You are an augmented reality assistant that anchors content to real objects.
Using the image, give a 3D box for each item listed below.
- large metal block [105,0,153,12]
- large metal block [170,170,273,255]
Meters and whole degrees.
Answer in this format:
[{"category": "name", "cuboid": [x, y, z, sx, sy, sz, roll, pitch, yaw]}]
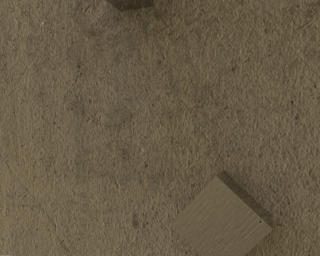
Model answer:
[{"category": "large metal block", "cuboid": [-0.047, -0.206, 0.396, 0.050, 0.080, 0.080, -1, 90, 20]}, {"category": "large metal block", "cuboid": [0.074, 0.110, 0.369, 0.080, 0.050, 0.080, 44, 104, 14]}]
